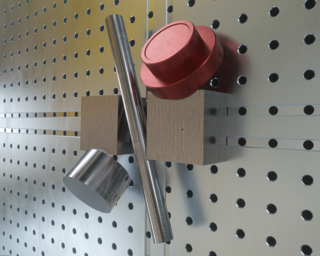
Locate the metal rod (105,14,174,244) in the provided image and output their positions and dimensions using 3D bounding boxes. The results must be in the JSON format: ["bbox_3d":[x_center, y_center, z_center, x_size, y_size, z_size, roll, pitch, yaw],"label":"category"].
[{"bbox_3d":[-0.029,-0.007,0.400,0.025,0.025,0.299,-22,76,38],"label":"metal rod"}]

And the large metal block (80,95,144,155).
[{"bbox_3d":[-0.070,-0.005,0.452,0.080,0.050,0.079,3,92,40],"label":"large metal block"}]

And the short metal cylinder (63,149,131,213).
[{"bbox_3d":[-0.088,0.076,0.438,0.080,0.050,0.080,23,145,18],"label":"short metal cylinder"}]

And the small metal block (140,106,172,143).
[{"bbox_3d":[-0.011,-0.004,0.420,0.050,0.025,0.050,1,91,40],"label":"small metal block"}]

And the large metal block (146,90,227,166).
[{"bbox_3d":[0.031,-0.001,0.368,0.080,0.050,0.079,1,91,40],"label":"large metal block"}]

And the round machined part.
[{"bbox_3d":[0.018,-0.083,0.352,0.098,0.042,0.098,-22,44,23],"label":"round machined part"}]
